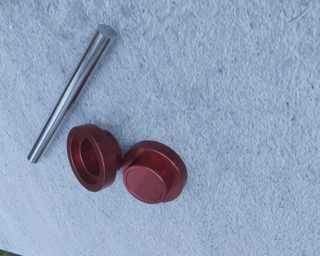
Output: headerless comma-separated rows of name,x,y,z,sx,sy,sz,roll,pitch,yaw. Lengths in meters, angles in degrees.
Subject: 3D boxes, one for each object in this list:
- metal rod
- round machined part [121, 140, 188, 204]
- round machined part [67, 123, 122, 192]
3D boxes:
metal rod,-0.143,-0.031,0.460,0.025,0.025,0.298,43,129,-2
round machined part,-0.014,0.070,0.445,0.098,0.042,0.097,13,124,20
round machined part,-0.092,0.040,0.453,0.098,0.042,0.097,18,116,42
